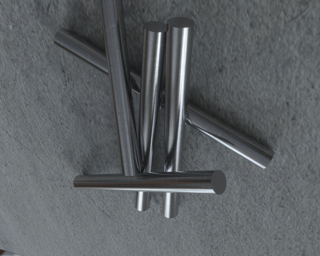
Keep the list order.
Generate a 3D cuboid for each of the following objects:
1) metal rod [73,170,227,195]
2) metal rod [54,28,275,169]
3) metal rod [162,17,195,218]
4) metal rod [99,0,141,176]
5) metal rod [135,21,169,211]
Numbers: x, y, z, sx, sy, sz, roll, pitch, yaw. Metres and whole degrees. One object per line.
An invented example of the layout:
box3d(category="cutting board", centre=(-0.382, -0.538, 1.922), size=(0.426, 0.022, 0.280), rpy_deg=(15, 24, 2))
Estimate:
box3d(category="metal rod", centre=(-0.039, 0.075, 0.427), size=(0.299, 0.025, 0.025), rpy_deg=(-11, 114, 47))
box3d(category="metal rod", centre=(-0.001, -0.040, 0.381), size=(0.301, 0.025, 0.025), rpy_deg=(31, 128, 7))
box3d(category="metal rod", centre=(0.017, 0.016, 0.379), size=(0.025, 0.025, 0.298), rpy_deg=(17, 134, 18))
box3d(category="metal rod", centre=(-0.049, -0.082, 0.352), size=(0.025, 0.025, 0.298), rpy_deg=(5, 113, 25))
box3d(category="metal rod", centre=(-0.016, 0.013, 0.396), size=(0.025, 0.025, 0.298), rpy_deg=(21, 134, 15))
